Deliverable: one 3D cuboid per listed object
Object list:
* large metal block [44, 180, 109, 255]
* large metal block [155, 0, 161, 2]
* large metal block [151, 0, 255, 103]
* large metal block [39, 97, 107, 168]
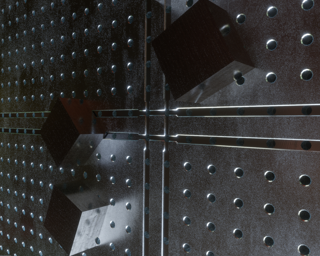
[{"bbox_3d":[-0.138,0.143,0.504,0.080,0.050,0.079,29,108,36],"label":"large metal block"},{"bbox_3d":[-0.005,-0.209,0.376,0.080,0.081,0.050,-24,75,37],"label":"large metal block"},{"bbox_3d":[0.047,-0.084,0.353,0.080,0.050,0.080,-33,70,35],"label":"large metal block"},{"bbox_3d":[-0.145,0.008,0.510,0.080,0.050,0.080,-51,61,27],"label":"large metal block"}]
